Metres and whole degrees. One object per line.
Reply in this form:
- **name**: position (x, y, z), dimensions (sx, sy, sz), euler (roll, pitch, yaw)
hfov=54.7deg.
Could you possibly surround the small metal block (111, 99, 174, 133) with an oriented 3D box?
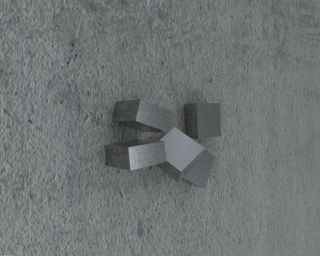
- **small metal block**: position (-0.021, -0.013, 0.370), dimensions (0.050, 0.050, 0.025), euler (20, 77, -38)

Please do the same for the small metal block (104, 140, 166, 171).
- **small metal block**: position (-0.029, 0.030, 0.364), dimensions (0.050, 0.050, 0.025), euler (-8, 96, -40)

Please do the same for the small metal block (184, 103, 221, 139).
- **small metal block**: position (0.064, -0.011, 0.458), dimensions (0.050, 0.025, 0.050), euler (-4, 93, -40)

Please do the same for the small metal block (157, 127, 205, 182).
- **small metal block**: position (0.022, 0.034, 0.403), dimensions (0.050, 0.050, 0.025), euler (-39, 154, -33)

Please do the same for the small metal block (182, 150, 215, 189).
- **small metal block**: position (0.048, 0.054, 0.444), dimensions (0.050, 0.025, 0.050), euler (32, 70, -35)
